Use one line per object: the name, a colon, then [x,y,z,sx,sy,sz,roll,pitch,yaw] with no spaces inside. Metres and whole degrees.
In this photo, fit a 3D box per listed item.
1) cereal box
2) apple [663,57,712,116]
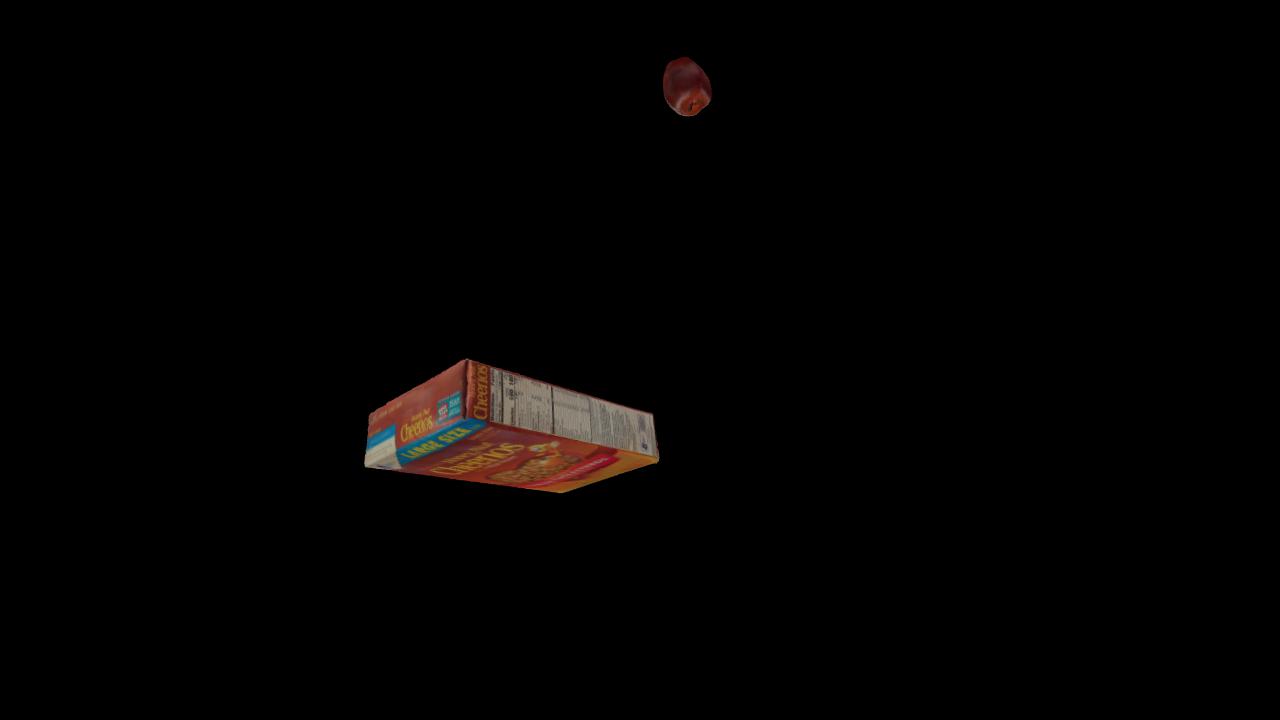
cereal box: [-0.150,0.099,0.769,0.203,0.081,0.306,-24,-29,34]
apple: [0.072,-0.435,0.979,0.079,0.093,0.079,-12,-19,-4]
